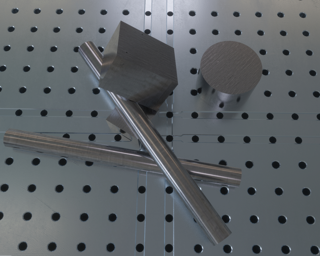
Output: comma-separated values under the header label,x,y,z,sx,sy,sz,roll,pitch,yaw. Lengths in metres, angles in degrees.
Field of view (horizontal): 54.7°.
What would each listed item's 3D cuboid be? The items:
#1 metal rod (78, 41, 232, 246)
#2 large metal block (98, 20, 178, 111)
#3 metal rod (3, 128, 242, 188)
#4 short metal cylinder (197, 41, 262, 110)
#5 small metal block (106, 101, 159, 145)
label,x,y,z,sx,sy,sz,roll,pitch,yaw
metal rod,-0.016,0.006,0.382,0.025,0.025,0.299,-33,73,-11
large metal block,-0.027,-0.079,0.395,0.080,0.050,0.080,22,41,-23
metal rod,-0.049,0.038,0.397,0.302,0.025,0.025,10,70,3
short metal cylinder,0.093,-0.071,0.425,0.081,0.050,0.080,0,70,0
small metal block,-0.036,-0.014,0.416,0.050,0.025,0.050,31,73,10
